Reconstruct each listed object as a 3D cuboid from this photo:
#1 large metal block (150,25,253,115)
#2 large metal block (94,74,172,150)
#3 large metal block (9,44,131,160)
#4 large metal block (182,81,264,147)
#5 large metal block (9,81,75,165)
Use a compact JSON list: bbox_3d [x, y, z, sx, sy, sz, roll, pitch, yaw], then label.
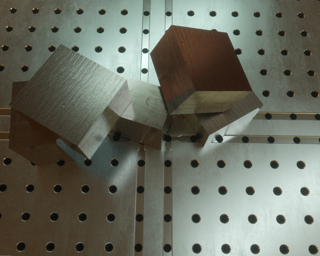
[{"bbox_3d":[0.045,-0.063,0.349,0.081,0.050,0.080,-4,67,-33],"label":"large metal block"},{"bbox_3d":[-0.028,-0.019,0.388,0.080,0.080,0.050,18,71,6],"label":"large metal block"},{"bbox_3d":[-0.088,-0.026,0.321,0.080,0.050,0.080,29,72,10],"label":"large metal block"},{"bbox_3d":[0.073,-0.034,0.412,0.080,0.050,0.080,-29,73,-10],"label":"large metal block"},{"bbox_3d":[-0.141,-0.005,0.382,0.050,0.080,0.080,-6,70,-2],"label":"large metal block"}]
